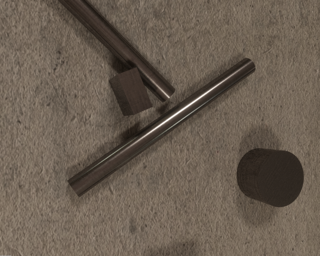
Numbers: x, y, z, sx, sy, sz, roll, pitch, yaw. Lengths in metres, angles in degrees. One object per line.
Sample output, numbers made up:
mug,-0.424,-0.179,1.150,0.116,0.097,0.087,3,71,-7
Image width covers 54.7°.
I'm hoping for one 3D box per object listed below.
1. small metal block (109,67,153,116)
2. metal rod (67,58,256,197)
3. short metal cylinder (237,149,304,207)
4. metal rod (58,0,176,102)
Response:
small metal block,-0.037,-0.043,0.383,0.025,0.050,0.050,-25,99,-19
metal rod,0.014,-0.010,0.415,0.301,0.025,0.025,-35,102,-17
short metal cylinder,0.162,0.071,0.458,0.081,0.050,0.079,0,90,-21
metal rod,-0.094,-0.143,0.374,0.300,0.025,0.025,43,76,-15
